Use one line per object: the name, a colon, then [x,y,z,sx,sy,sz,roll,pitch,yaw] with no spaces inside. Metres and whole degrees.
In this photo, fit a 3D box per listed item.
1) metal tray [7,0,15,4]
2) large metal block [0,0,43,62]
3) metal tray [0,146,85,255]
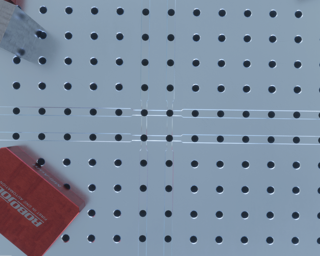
metal tray: [-0.260,-0.216,0.408,0.131,0.030,0.089,5,90,0]
large metal block: [-0.207,-0.129,0.384,0.080,0.080,0.050,23,90,0]
metal tray: [-0.179,0.097,0.409,0.130,0.030,0.090,40,90,0]
